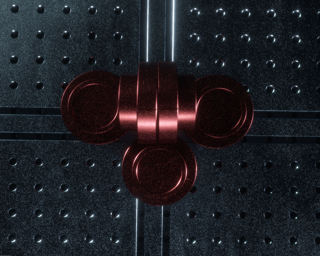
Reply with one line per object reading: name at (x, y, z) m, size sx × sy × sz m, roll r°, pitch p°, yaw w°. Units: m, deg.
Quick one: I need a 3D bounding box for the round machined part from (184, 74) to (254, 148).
round machined part at (0.074, -0.022, 0.405) m, size 0.099 × 0.042 × 0.097 m, roll 0°, pitch 90°, yaw -1°

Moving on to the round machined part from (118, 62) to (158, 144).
round machined part at (-0.025, -0.030, 0.370) m, size 0.042 × 0.098 × 0.097 m, roll 1°, pitch 90°, yaw 0°

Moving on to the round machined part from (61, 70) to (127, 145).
round machined part at (-0.080, -0.027, 0.404) m, size 0.099 × 0.042 × 0.097 m, roll 0°, pitch 90°, yaw -1°

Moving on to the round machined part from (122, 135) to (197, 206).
round machined part at (-0.001, 0.054, 0.405) m, size 0.099 × 0.042 × 0.097 m, roll 0°, pitch 90°, yaw -1°

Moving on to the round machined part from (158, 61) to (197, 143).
round machined part at (0.019, -0.031, 0.372) m, size 0.042 × 0.098 × 0.097 m, roll -1°, pitch 90°, yaw 0°
